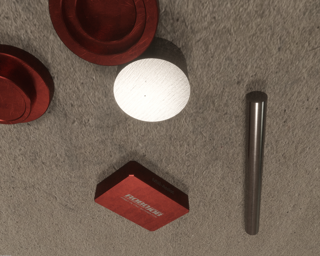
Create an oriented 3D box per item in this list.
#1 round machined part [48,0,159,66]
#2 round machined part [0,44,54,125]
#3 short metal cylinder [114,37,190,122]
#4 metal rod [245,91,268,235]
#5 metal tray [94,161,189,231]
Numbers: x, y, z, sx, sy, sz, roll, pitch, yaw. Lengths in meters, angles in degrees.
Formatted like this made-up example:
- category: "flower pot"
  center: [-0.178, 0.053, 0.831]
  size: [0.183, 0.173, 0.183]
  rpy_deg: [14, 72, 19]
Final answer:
- category: "round machined part"
  center: [-0.049, -0.112, 0.294]
  size: [0.099, 0.042, 0.097]
  rpy_deg: [2, 124, 3]
- category: "round machined part"
  center: [-0.178, -0.042, 0.357]
  size: [0.099, 0.042, 0.097]
  rpy_deg: [-1, 130, 0]
- category: "short metal cylinder"
  center: [-0.009, -0.054, 0.345]
  size: [0.081, 0.050, 0.079]
  rpy_deg: [-1, 131, 0]
- category: "metal rod"
  center: [0.143, 0.074, 0.472]
  size: [0.025, 0.025, 0.298]
  rpy_deg: [-8, 130, 6]
- category: "metal tray"
  center: [-0.027, 0.114, 0.501]
  size: [0.090, 0.030, 0.130]
  rpy_deg: [-37, 122, 27]
